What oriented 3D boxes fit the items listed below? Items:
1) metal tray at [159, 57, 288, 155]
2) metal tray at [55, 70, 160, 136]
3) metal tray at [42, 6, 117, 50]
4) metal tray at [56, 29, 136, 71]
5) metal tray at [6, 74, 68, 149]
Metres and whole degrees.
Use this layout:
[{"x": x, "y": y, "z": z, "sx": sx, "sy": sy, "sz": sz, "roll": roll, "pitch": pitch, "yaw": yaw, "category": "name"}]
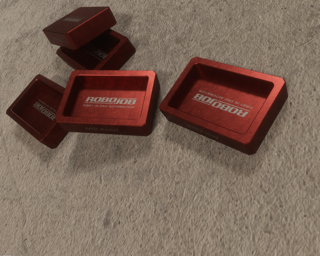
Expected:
[{"x": 0.074, "y": -0.032, "z": 0.380, "sx": 0.130, "sy": 0.030, "sz": 0.090, "roll": 24, "pitch": 75, "yaw": 36, "category": "metal tray"}, {"x": -0.072, "y": -0.038, "z": 0.439, "sx": 0.131, "sy": 0.030, "sz": 0.090, "roll": 3, "pitch": 62, "yaw": 13, "category": "metal tray"}, {"x": -0.147, "y": -0.182, "z": 0.555, "sx": 0.090, "sy": 0.030, "sz": 0.130, "roll": -40, "pitch": 37, "yaw": -19, "category": "metal tray"}, {"x": -0.115, "y": -0.134, "z": 0.540, "sx": 0.090, "sy": 0.030, "sz": 0.130, "roll": -49, "pitch": 52, "yaw": -6, "category": "metal tray"}, {"x": -0.191, "y": -0.032, "z": 0.517, "sx": 0.130, "sy": 0.030, "sz": 0.090, "roll": 28, "pitch": 77, "yaw": 37, "category": "metal tray"}]
